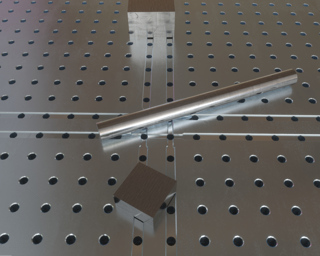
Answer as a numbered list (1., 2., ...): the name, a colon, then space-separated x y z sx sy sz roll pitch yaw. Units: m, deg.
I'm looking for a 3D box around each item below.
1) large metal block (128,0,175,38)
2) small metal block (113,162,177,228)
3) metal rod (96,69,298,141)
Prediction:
1. large metal block: -0.016 -0.211 0.568 0.081 0.050 0.080 -1 50 -1
2. small metal block: -0.016 0.073 0.346 0.050 0.025 0.050 25 54 19
3. metal rod: 0.061 -0.037 0.438 0.302 0.025 0.025 -17 52 -14
